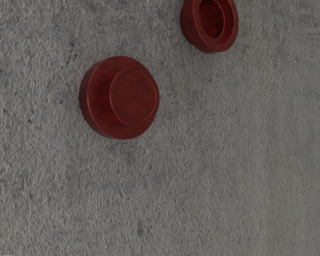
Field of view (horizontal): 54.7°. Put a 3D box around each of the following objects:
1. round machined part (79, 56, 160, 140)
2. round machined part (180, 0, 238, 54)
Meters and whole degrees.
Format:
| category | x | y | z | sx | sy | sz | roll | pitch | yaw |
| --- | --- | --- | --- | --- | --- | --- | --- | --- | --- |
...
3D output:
| category | x | y | z | sx | sy | sz | roll | pitch | yaw |
| --- | --- | --- | --- | --- | --- | --- | --- | --- | --- |
| round machined part | -0.039 | -0.035 | 0.361 | 0.099 | 0.042 | 0.097 | 0 | 90 | -40 |
| round machined part | 0.067 | -0.156 | 0.449 | 0.099 | 0.042 | 0.097 | 0 | 90 | -40 |
